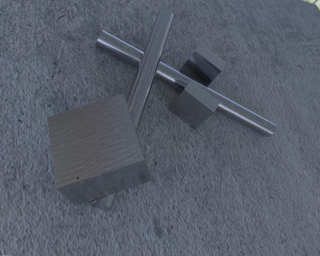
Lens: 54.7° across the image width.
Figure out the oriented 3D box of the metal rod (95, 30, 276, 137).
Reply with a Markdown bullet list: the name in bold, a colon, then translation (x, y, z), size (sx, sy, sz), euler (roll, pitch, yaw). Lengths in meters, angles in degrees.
- **metal rod**: translation (0.047, -0.062, 0.468), size (0.301, 0.025, 0.025), euler (26, 52, -12)

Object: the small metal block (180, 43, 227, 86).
- **small metal block**: translation (0.066, -0.095, 0.484), size (0.050, 0.050, 0.025), euler (37, 51, -4)

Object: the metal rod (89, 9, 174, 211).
- **metal rod**: translation (-0.027, -0.044, 0.395), size (0.025, 0.025, 0.300), euler (24, 60, -14)

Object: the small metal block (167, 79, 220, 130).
- **small metal block**: translation (0.047, -0.032, 0.434), size (0.050, 0.050, 0.025), euler (37, 51, -4)

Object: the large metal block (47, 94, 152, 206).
- **large metal block**: translation (-0.061, 0.022, 0.314), size (0.080, 0.050, 0.080), euler (-18, 58, -4)
